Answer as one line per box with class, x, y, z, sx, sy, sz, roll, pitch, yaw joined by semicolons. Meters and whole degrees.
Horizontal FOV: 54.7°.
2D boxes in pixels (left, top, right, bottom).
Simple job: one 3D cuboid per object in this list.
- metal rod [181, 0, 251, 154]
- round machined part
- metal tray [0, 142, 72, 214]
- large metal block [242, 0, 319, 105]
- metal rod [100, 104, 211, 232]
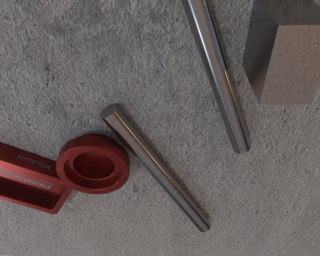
metal rod;0.058;-0.078;0.341;0.025;0.025;0.299;-17;129;14
round machined part;-0.091;0.046;0.434;0.099;0.042;0.097;-1;130;0
metal tray;-0.202;0.078;0.467;0.131;0.030;0.089;24;126;-20
large metal block;0.121;-0.079;0.306;0.050;0.080;0.079;-1;130;0
metal rod;0.008;0.078;0.473;0.025;0.025;0.300;-23;127;18
